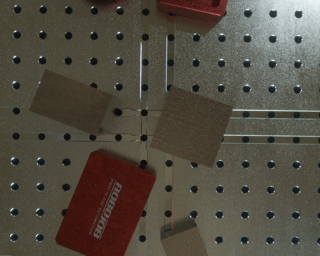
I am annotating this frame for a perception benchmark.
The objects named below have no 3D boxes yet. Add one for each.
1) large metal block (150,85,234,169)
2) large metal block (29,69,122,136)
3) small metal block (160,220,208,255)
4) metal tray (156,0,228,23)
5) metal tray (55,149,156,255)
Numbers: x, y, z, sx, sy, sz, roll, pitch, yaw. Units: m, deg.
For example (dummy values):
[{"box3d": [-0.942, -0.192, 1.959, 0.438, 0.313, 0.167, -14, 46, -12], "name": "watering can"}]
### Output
[{"box3d": [0.039, -0.001, 0.401, 0.080, 0.050, 0.080, 19, 90, 0], "name": "large metal block"}, {"box3d": [-0.099, -0.029, 0.385, 0.080, 0.080, 0.050, 21, 90, 0], "name": "large metal block"}, {"box3d": [0.033, 0.160, 0.414, 0.050, 0.025, 0.050, -21, 90, 0], "name": "small metal block"}, {"box3d": [0.052, -0.215, 0.410, 0.091, 0.030, 0.129, 13, 90, 0], "name": "metal tray"}, {"box3d": [-0.070, 0.104, 0.410, 0.090, 0.030, 0.129, 22, 90, 0], "name": "metal tray"}]
